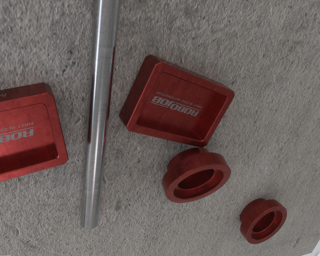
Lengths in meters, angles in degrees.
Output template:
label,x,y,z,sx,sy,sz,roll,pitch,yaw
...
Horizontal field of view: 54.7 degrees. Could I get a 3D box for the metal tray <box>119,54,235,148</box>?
label,x,y,z,sx,sy,sz,roll,pitch,yaw
metal tray,0.024,-0.029,0.398,0.131,0.030,0.089,14,111,-34

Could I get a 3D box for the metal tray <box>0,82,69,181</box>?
label,x,y,z,sx,sy,sz,roll,pitch,yaw
metal tray,-0.170,0.011,0.317,0.131,0.030,0.089,-15,125,-20

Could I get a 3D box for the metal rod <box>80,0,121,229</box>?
label,x,y,z,sx,sy,sz,roll,pitch,yaw
metal rod,-0.075,0.002,0.367,0.025,0.025,0.298,-4,120,-27

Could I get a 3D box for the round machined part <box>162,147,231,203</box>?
label,x,y,z,sx,sy,sz,roll,pitch,yaw
round machined part,0.049,0.065,0.451,0.099,0.042,0.097,-14,142,-11

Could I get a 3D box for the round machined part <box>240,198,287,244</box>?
label,x,y,z,sx,sy,sz,roll,pitch,yaw
round machined part,0.200,0.179,0.616,0.099,0.042,0.097,-14,124,-21
